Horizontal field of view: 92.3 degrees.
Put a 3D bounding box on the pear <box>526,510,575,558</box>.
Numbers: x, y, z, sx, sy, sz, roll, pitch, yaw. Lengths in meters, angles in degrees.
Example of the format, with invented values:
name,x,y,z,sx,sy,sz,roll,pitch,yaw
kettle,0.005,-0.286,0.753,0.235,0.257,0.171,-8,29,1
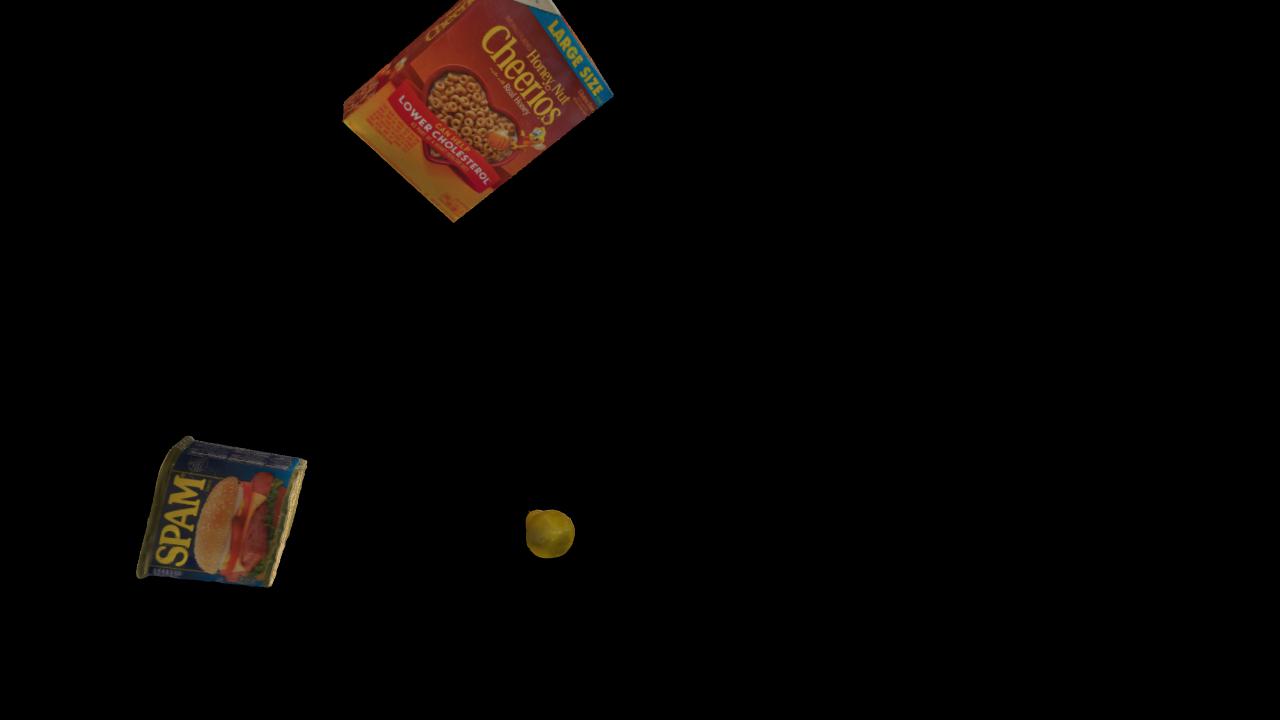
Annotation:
name,x,y,z,sx,sy,sz,roll,pitch,yaw
pear,-0.158,0.267,0.992,0.111,0.080,0.080,26,17,38

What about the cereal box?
name,x,y,z,sx,sy,sz,roll,pitch,yaw
cereal box,-0.216,-0.358,0.843,0.306,0.081,0.203,-34,-43,10

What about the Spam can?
name,x,y,z,sx,sy,sz,roll,pitch,yaw
Spam can,-0.311,0.116,0.464,0.085,0.101,0.058,16,7,-21
